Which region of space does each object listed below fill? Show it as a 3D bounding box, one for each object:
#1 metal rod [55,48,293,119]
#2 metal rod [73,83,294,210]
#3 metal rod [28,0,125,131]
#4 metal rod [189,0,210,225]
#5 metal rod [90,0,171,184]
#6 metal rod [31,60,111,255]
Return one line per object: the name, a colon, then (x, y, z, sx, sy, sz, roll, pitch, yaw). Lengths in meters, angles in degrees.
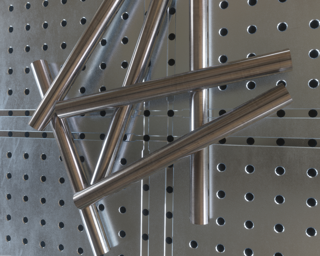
metal rod: (0.001, -0.049, 0.384, 0.300, 0.025, 0.025, -10, 87, 19)
metal rod: (0.013, 0.032, 0.381, 0.300, 0.025, 0.025, -29, 81, 18)
metal rod: (-0.096, -0.126, 0.432, 0.025, 0.025, 0.299, 35, 95, 16)
metal rod: (0.050, -0.030, 0.395, 0.025, 0.025, 0.298, 0, 90, 20)
metal rod: (-0.039, -0.059, 0.426, 0.025, 0.025, 0.299, 22, 97, 18)
metal rod: (-0.134, 0.039, 0.460, 0.025, 0.025, 0.299, -23, 82, 18)
